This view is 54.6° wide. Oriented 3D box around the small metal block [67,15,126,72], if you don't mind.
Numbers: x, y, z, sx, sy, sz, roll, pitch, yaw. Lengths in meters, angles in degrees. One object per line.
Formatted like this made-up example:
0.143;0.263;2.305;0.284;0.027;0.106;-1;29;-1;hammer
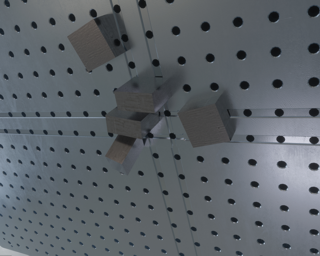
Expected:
-0.079;-0.105;0.389;0.050;0.025;0.050;-18;109;35;small metal block

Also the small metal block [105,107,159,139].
-0.035;-0.012;0.406;0.050;0.050;0.025;11;121;22;small metal block

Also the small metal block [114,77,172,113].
-0.020;-0.042;0.380;0.050;0.050;0.025;6;121;25;small metal block

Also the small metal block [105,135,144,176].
-0.047;0.032;0.428;0.025;0.050;0.050;23;158;14;small metal block

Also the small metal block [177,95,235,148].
0.057;-0.007;0.377;0.050;0.025;0.050;-13;112;33;small metal block
